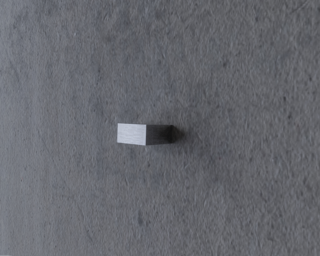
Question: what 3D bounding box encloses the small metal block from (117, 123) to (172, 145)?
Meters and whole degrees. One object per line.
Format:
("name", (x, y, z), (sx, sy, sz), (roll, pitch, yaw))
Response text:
("small metal block", (-0.020, 0.007, 0.406), (0.050, 0.050, 0.025), (3, 92, 40))
